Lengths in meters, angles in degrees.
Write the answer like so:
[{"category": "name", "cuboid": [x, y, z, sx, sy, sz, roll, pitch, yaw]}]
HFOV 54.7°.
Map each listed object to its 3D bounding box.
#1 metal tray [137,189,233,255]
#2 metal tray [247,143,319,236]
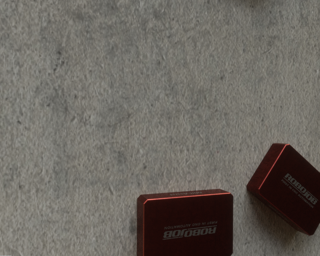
[{"category": "metal tray", "cuboid": [0.036, 0.134, 0.421, 0.131, 0.030, 0.089, 0, 90, -21]}, {"category": "metal tray", "cuboid": [0.209, 0.096, 0.486, 0.130, 0.030, 0.090, 39, 77, -16]}]
